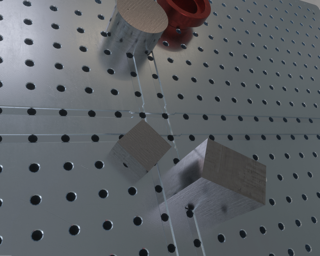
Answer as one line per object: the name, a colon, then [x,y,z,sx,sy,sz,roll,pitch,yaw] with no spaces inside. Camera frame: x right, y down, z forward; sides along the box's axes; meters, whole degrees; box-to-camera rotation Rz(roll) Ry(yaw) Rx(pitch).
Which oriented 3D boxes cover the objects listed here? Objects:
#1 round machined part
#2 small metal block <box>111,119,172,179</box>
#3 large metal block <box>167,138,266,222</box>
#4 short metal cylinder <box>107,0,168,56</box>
round machined part: [0.037,-0.215,0.549,0.099,0.042,0.098,14,56,-21]
small metal block: [-0.022,0.025,0.381,0.050,0.025,0.050,44,51,2]
large metal block: [0.066,0.066,0.369,0.080,0.080,0.050,25,53,-13]
short metal cylinder: [-0.035,-0.157,0.469,0.081,0.050,0.080,14,56,-21]
